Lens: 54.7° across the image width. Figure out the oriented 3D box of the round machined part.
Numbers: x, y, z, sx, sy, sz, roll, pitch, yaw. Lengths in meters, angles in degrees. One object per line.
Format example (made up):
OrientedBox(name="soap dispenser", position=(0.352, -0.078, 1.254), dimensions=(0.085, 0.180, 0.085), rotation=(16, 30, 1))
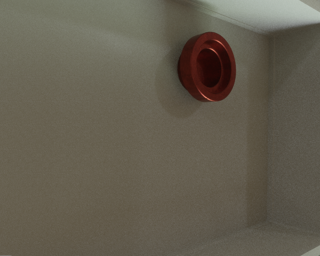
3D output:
OrientedBox(name="round machined part", position=(0.064, -0.086, 0.451), dimensions=(0.099, 0.042, 0.097), rotation=(0, 90, -40))
